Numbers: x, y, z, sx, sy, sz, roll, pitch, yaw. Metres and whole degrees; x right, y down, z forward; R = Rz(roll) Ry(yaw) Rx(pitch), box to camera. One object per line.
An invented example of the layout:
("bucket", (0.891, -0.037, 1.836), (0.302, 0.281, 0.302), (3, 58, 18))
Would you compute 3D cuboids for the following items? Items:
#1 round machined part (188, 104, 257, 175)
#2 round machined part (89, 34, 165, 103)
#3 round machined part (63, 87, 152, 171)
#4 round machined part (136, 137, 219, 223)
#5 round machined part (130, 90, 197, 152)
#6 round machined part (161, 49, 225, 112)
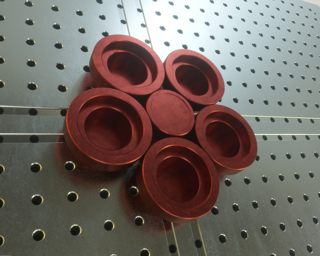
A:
("round machined part", (0.081, 0.019, 0.428), (0.099, 0.042, 0.098), (13, 56, -21))
("round machined part", (-0.047, -0.074, 0.417), (0.099, 0.042, 0.098), (13, 56, -21))
("round machined part", (-0.062, 0.005, 0.360), (0.099, 0.042, 0.098), (13, 56, -21))
("round machined part", (0.017, 0.063, 0.367), (0.099, 0.042, 0.098), (13, 56, -21))
("round machined part", (0.006, -0.011, 0.406), (0.099, 0.042, 0.098), (13, 56, -21))
("round machined part", (0.043, -0.065, 0.459), (0.099, 0.042, 0.098), (13, 56, -21))
